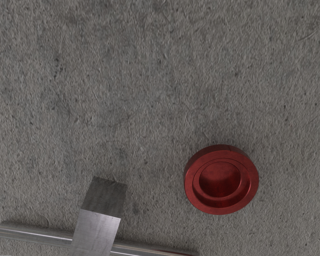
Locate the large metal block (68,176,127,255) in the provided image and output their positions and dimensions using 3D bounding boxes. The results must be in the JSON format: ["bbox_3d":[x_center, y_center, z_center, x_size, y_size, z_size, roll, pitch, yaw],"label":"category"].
[{"bbox_3d":[-0.084,0.126,0.426,0.050,0.080,0.079,16,109,-6],"label":"large metal block"}]

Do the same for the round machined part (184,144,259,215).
[{"bbox_3d":[0.081,0.066,0.426,0.099,0.042,0.097,0,110,0],"label":"round machined part"}]

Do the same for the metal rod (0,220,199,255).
[{"bbox_3d":[-0.089,0.179,0.474,0.302,0.025,0.025,11,110,-4],"label":"metal rod"}]
